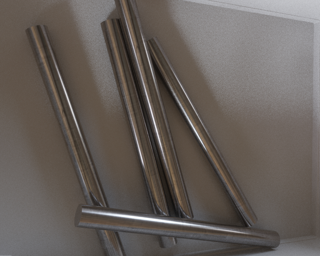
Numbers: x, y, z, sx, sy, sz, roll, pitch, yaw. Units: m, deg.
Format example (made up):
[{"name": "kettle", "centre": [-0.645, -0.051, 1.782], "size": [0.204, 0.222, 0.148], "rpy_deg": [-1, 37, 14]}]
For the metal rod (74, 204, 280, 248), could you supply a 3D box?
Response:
[{"name": "metal rod", "centre": [0.042, 0.132, 0.403], "size": [0.302, 0.025, 0.025], "rpy_deg": [16, 85, -26]}]

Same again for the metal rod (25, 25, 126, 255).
[{"name": "metal rod", "centre": [-0.098, 0.027, 0.374], "size": [0.025, 0.025, 0.298], "rpy_deg": [-20, 97, -19]}]

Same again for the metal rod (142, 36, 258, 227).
[{"name": "metal rod", "centre": [0.059, 0.013, 0.433], "size": [0.025, 0.025, 0.299], "rpy_deg": [-34, 101, -17]}]

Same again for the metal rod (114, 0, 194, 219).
[{"name": "metal rod", "centre": [-0.005, -0.018, 0.400], "size": [0.025, 0.025, 0.298], "rpy_deg": [-19, 100, -19]}]

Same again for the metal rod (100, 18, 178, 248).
[{"name": "metal rod", "centre": [-0.025, 0.011, 0.402], "size": [0.025, 0.025, 0.298], "rpy_deg": [-16, 96, -20]}]
